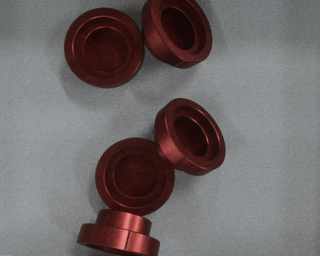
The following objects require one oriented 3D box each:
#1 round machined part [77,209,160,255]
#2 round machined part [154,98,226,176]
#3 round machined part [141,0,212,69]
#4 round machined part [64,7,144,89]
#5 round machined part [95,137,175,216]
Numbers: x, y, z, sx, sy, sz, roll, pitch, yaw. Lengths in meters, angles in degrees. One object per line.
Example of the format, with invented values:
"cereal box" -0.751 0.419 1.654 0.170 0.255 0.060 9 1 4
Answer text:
"round machined part" -0.047 0.130 0.380 0.099 0.098 0.042 13 63 -1
"round machined part" 0.032 0.015 0.385 0.098 0.099 0.042 51 129 0
"round machined part" 0.017 -0.119 0.387 0.099 0.042 0.098 13 69 -36
"round machined part" -0.068 -0.100 0.400 0.099 0.042 0.097 0 91 2
"round machined part" -0.031 0.061 0.403 0.099 0.042 0.097 0 90 -1
